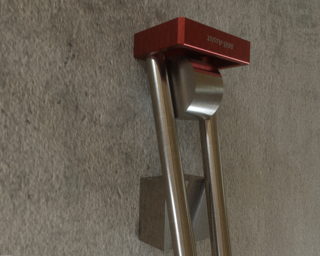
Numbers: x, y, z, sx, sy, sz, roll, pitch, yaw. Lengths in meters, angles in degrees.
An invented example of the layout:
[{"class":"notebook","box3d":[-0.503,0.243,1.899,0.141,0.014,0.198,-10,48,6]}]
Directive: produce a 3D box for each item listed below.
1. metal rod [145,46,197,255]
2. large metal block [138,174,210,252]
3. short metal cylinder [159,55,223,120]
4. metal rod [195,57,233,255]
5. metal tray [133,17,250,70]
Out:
[{"class":"metal rod","box3d":[0.014,0.043,0.360,0.025,0.025,0.299,3,73,-40]},{"class":"large metal block","box3d":[0.020,0.106,0.407,0.081,0.050,0.079,2,89,-40]},{"class":"short metal cylinder","box3d":[0.034,-0.050,0.402,0.050,0.080,0.079,3,89,-41]},{"class":"metal rod","box3d":[0.069,0.046,0.405,0.025,0.025,0.299,11,68,-40]},{"class":"metal tray","box3d":[0.043,-0.102,0.401,0.131,0.090,0.030,3,89,-40]}]
